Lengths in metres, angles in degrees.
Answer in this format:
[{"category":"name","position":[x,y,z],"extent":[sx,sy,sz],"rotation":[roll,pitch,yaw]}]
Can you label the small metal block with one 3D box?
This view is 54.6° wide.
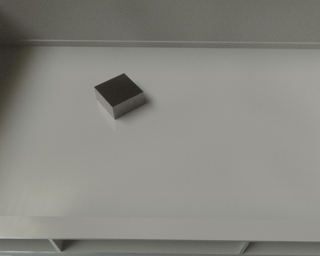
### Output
[{"category":"small metal block","position":[-0.058,-0.046,0.444],"extent":[0.050,0.025,0.050],"rotation":[-30,56,-23]}]
